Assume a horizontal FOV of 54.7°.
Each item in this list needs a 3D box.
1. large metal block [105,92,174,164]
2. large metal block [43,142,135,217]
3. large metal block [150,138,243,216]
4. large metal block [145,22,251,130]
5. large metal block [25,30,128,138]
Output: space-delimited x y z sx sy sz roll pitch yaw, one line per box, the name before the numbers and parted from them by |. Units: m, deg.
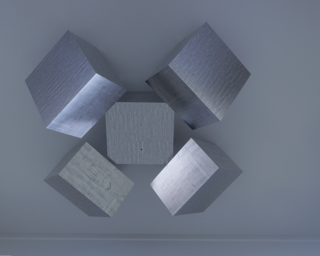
large metal block | -0.024 -0.001 0.395 0.081 0.050 0.079 1 110 -1
large metal block | -0.093 0.070 0.399 0.080 0.050 0.080 44 148 -15
large metal block | 0.048 0.064 0.397 0.080 0.050 0.080 -50 148 15
large metal block | 0.045 -0.057 0.353 0.080 0.050 0.080 45 61 -14
large metal block | -0.097 -0.049 0.353 0.080 0.080 0.050 -44 148 14
